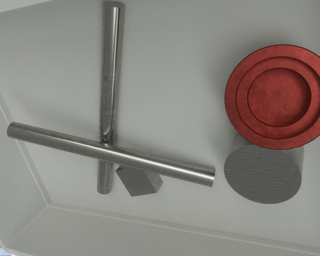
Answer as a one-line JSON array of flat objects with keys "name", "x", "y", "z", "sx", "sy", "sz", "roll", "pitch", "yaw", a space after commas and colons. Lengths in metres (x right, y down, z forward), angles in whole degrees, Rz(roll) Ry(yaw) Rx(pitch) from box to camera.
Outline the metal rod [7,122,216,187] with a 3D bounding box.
[{"name": "metal rod", "x": -0.074, "y": 0.035, "z": 0.436, "sx": 0.301, "sy": 0.025, "sz": 0.025, "roll": 12, "pitch": 124, "yaw": 9}]

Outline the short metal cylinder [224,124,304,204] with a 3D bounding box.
[{"name": "short metal cylinder", "x": 0.119, "y": 0.039, "z": 0.353, "sx": 0.080, "sy": 0.050, "sz": 0.079, "roll": 14, "pitch": 125, "yaw": 20}]

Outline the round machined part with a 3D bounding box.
[{"name": "round machined part", "x": 0.116, "y": -0.030, "z": 0.304, "sx": 0.098, "sy": 0.042, "sz": 0.097, "roll": 4, "pitch": 101, "yaw": 20}]

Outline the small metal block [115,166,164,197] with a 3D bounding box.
[{"name": "small metal block", "x": -0.031, "y": 0.074, "z": 0.469, "sx": 0.050, "sy": 0.025, "sz": 0.050, "roll": -17, "pitch": 110, "yaw": 34}]

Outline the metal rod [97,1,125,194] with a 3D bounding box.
[{"name": "metal rod", "x": -0.072, "y": -0.019, "z": 0.433, "sx": 0.025, "sy": 0.025, "sz": 0.298, "roll": 21, "pitch": 126, "yaw": 15}]
